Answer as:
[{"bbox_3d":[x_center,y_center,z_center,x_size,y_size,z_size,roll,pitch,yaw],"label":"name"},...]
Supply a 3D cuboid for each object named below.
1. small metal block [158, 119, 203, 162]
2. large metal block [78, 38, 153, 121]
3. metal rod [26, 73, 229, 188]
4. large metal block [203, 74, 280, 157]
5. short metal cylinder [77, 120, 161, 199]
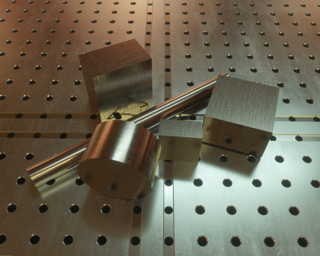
[{"bbox_3d":[0.024,0.016,0.378,0.050,0.050,0.025,4,50,3],"label":"small metal block"},{"bbox_3d":[-0.058,-0.066,0.428,0.081,0.080,0.050,-23,54,-18],"label":"large metal block"},{"bbox_3d":[-0.024,-0.007,0.413,0.302,0.025,0.025,-28,56,-22],"label":"metal rod"},{"bbox_3d":[0.104,-0.018,0.404,0.080,0.050,0.080,15,52,12],"label":"large metal block"},{"bbox_3d":[-0.043,0.036,0.340,0.080,0.080,0.050,9,51,7],"label":"short metal cylinder"}]
